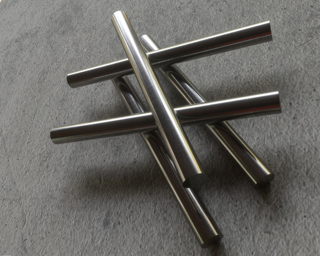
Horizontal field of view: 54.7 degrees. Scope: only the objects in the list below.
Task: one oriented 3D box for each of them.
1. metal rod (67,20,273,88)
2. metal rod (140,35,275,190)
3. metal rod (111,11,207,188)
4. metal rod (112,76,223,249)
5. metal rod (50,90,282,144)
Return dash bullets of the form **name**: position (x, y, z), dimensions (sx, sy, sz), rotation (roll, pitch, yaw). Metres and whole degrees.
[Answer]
- **metal rod**: position (-0.002, -0.097, 0.433), dimensions (0.301, 0.025, 0.025), rotation (-9, 58, 23)
- **metal rod**: position (0.041, -0.042, 0.408), dimensions (0.025, 0.025, 0.300), rotation (-37, 51, 3)
- **metal rod**: position (-0.015, -0.059, 0.384), dimensions (0.025, 0.025, 0.299), rotation (-30, 52, 9)
- **metal rod**: position (-0.009, 0.012, 0.400), dimensions (0.025, 0.025, 0.300), rotation (-35, 51, 5)
- **metal rod**: position (-0.011, -0.008, 0.383), dimensions (0.301, 0.025, 0.025), rotation (-8, 58, 23)
